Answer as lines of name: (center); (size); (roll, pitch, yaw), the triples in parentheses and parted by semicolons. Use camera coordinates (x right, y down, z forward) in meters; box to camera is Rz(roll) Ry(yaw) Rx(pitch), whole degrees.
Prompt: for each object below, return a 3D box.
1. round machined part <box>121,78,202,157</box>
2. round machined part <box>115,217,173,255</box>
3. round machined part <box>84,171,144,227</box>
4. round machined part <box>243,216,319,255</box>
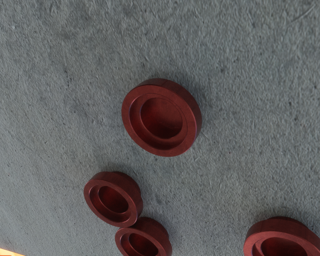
round machined part: (0.005, -0.016, 0.383); (0.098, 0.042, 0.097); (13, 124, 21)
round machined part: (-0.024, 0.191, 0.527); (0.098, 0.042, 0.097); (13, 124, 21)
round machined part: (-0.070, 0.110, 0.501); (0.098, 0.042, 0.097); (13, 124, 21)
round machined part: (0.163, 0.156, 0.406); (0.098, 0.042, 0.097); (13, 124, 21)
